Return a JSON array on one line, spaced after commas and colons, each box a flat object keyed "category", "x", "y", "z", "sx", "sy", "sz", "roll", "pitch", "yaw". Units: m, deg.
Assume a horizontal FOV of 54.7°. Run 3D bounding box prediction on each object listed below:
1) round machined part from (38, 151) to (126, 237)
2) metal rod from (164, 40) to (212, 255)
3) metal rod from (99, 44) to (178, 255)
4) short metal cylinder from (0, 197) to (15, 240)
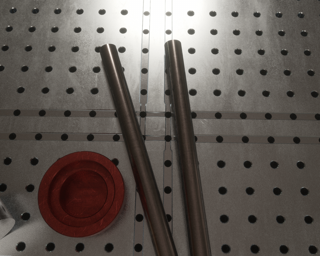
[{"category": "round machined part", "x": -0.090, "y": 0.080, "z": 0.372, "sx": 0.099, "sy": 0.042, "sz": 0.098, "roll": 0, "pitch": 70, "yaw": -1}, {"category": "metal rod", "x": 0.033, "y": 0.017, "z": 0.405, "sx": 0.025, "sy": 0.025, "sz": 0.299, "roll": -5, "pitch": 70, "yaw": -2}, {"category": "metal rod", "x": -0.033, "y": 0.019, "z": 0.404, "sx": 0.025, "sy": 0.025, "sz": 0.299, "roll": -16, "pitch": 71, "yaw": -6}, {"category": "short metal cylinder", "x": -0.212, "y": 0.106, "z": 0.341, "sx": 0.080, "sy": 0.080, "sz": 0.050, "roll": -38, "pitch": 75, "yaw": -13}]
